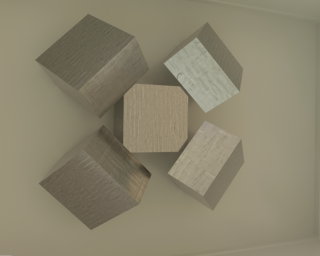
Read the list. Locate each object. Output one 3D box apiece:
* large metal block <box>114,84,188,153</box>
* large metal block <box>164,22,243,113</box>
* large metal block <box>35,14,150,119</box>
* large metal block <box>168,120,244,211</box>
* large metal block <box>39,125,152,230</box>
[{"bbox_3d":[-0.012,-0.011,0.390,0.081,0.050,0.080,1,90,-20],"label":"large metal block"},{"bbox_3d":[0.059,-0.079,0.395,0.080,0.050,0.080,48,32,-13],"label":"large metal block"},{"bbox_3d":[-0.073,-0.070,0.344,0.080,0.080,0.050,-48,148,-14],"label":"large metal block"},{"bbox_3d":[0.063,0.050,0.395,0.080,0.050,0.080,-54,151,-13],"label":"large metal block"},{"bbox_3d":[-0.071,0.057,0.348,0.080,0.050,0.080,-34,106,29],"label":"large metal block"}]
